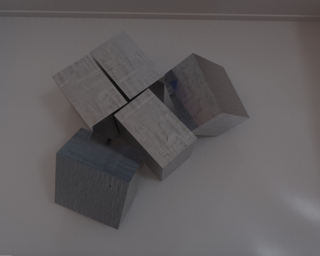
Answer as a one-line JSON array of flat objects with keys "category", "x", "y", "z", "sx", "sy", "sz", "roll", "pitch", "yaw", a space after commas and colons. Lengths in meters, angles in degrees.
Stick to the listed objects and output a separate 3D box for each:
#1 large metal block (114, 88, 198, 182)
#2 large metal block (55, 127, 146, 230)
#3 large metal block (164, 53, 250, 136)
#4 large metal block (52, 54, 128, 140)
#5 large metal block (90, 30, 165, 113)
[{"category": "large metal block", "x": -0.005, "y": 0.012, "z": 0.374, "sx": 0.050, "sy": 0.080, "sz": 0.080, "roll": -40, "pitch": 75, "yaw": -13}, {"category": "large metal block", "x": -0.068, "y": 0.057, "z": 0.350, "sx": 0.080, "sy": 0.079, "sz": 0.050, "roll": 21, "pitch": 37, "yaw": 7}, {"category": "large metal block", "x": 0.058, "y": -0.038, "z": 0.387, "sx": 0.050, "sy": 0.080, "sz": 0.080, "roll": -33, "pitch": 68, "yaw": 31}, {"category": "large metal block", "x": -0.081, "y": -0.031, "z": 0.390, "sx": 0.050, "sy": 0.080, "sz": 0.080, "roll": -36, "pitch": 74, "yaw": -12}, {"category": "large metal block", "x": -0.039, "y": -0.062, "z": 0.401, "sx": 0.050, "sy": 0.080, "sz": 0.080, "roll": -37, "pitch": 75, "yaw": -12}]
